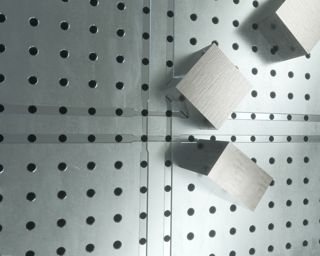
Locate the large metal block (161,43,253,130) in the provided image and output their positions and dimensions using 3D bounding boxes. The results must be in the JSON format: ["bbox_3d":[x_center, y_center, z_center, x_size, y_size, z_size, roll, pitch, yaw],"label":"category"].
[{"bbox_3d":[0.064,-0.054,0.422,0.080,0.050,0.080,44,76,-15],"label":"large metal block"}]

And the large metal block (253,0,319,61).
[{"bbox_3d":[0.206,-0.164,0.474,0.080,0.050,0.080,44,76,-15],"label":"large metal block"}]

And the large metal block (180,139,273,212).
[{"bbox_3d":[0.086,0.060,0.415,0.080,0.080,0.050,39,78,-16],"label":"large metal block"}]
